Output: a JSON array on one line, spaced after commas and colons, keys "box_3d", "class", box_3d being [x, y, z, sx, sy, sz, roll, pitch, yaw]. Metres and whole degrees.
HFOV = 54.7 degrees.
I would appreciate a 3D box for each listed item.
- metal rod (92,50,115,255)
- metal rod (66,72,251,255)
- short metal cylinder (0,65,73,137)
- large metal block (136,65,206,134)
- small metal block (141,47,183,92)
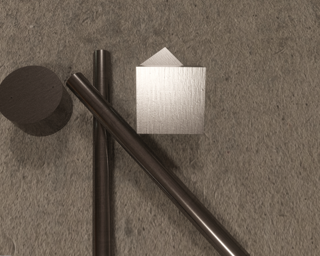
[{"box_3d": [-0.073, 0.035, 0.394, 0.025, 0.025, 0.299, -4, 70, -2], "class": "metal rod"}, {"box_3d": [-0.008, 0.046, 0.374, 0.025, 0.025, 0.300, -41, 82, -14], "class": "metal rod"}, {"box_3d": [-0.161, -0.034, 0.405, 0.081, 0.050, 0.080, 0, 70, 0], "class": "short metal cylinder"}, {"box_3d": [0.013, -0.037, 0.390, 0.081, 0.050, 0.079, 0, 104, 0], "class": "large metal block"}, {"box_3d": [0.004, -0.077, 0.436, 0.050, 0.025, 0.050, -38, 75, -13], "class": "small metal block"}]
